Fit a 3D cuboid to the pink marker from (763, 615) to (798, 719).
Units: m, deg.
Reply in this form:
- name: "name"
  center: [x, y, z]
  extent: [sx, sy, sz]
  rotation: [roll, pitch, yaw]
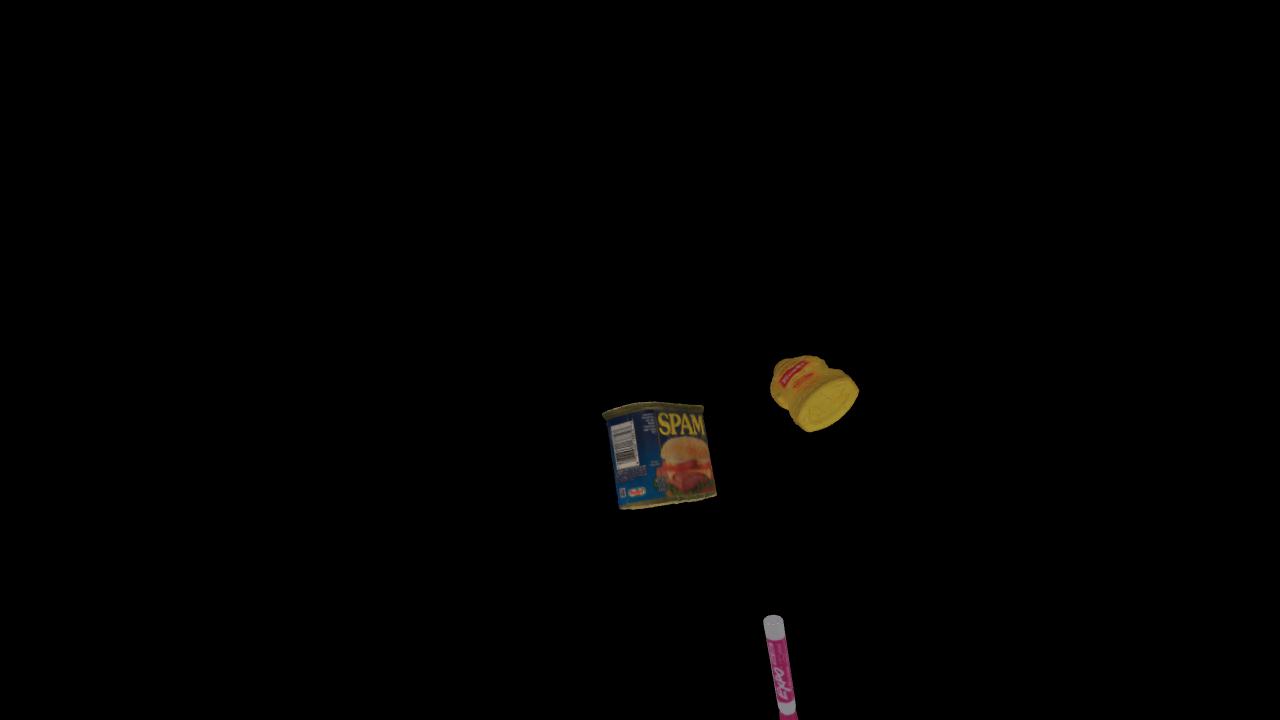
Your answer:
- name: "pink marker"
  center: [0.134, 0.301, 0.581]
  extent: [0.020, 0.121, 0.020]
  rotation: [-10, 8, 1]

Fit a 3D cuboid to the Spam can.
- name: "Spam can"
  center: [0.019, 0.085, 0.546]
  extent: [0.058, 0.085, 0.101]
  rotation: [-20, -18, 37]

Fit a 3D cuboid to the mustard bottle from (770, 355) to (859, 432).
- name: "mustard bottle"
  center: [0.231, 0.036, 0.870]
  extent: [0.054, 0.092, 0.184]
  rotation: [43, 6, -15]
